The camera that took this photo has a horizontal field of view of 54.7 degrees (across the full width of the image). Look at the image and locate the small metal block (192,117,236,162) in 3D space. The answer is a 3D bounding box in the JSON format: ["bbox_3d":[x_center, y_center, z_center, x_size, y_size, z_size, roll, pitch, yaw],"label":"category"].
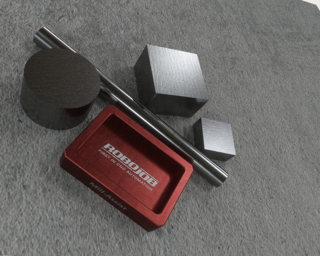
[{"bbox_3d":[0.076,0.017,0.438,0.050,0.025,0.050,12,57,-22],"label":"small metal block"}]

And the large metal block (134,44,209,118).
[{"bbox_3d":[0.014,-0.064,0.437,0.081,0.050,0.080,4,60,-27],"label":"large metal block"}]

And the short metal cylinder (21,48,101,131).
[{"bbox_3d":[-0.114,-0.044,0.355,0.081,0.050,0.080,14,56,-21],"label":"short metal cylinder"}]

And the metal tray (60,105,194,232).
[{"bbox_3d":[-0.035,0.044,0.358,0.130,0.030,0.090,38,51,-3],"label":"metal tray"}]

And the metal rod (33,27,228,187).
[{"bbox_3d":[-0.036,-0.025,0.402,0.300,0.025,0.025,39,51,-3],"label":"metal rod"}]
